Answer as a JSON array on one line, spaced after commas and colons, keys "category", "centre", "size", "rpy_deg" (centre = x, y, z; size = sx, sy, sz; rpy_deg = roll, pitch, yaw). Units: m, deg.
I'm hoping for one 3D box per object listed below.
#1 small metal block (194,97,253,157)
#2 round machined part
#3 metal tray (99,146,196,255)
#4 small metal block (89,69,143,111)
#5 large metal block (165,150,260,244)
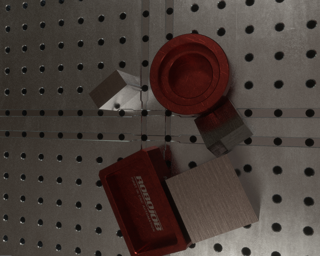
[{"category": "small metal block", "centre": [0.075, -0.001, 0.373], "size": [0.050, 0.025, 0.050], "rpy_deg": [-35, 42, 16]}, {"category": "round machined part", "centre": [0.040, -0.064, 0.388], "size": [0.098, 0.042, 0.097], "rpy_deg": [-1, 88, 20]}, {"category": "metal tray", "centre": [-0.019, 0.099, 0.404], "size": [0.090, 0.030, 0.129], "rpy_deg": [-28, 81, 31]}, {"category": "small metal block", "centre": [-0.059, -0.049, 0.419], "size": [0.050, 0.050, 0.025], "rpy_deg": [-38, 78, 16]}, {"category": "large metal block", "centre": [0.065, 0.081, 0.376], "size": [0.080, 0.050, 0.080], "rpy_deg": [-26, 82, 17]}]
